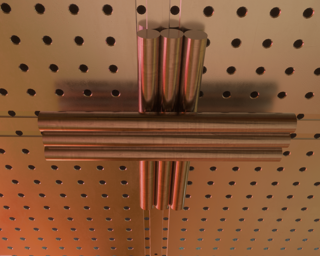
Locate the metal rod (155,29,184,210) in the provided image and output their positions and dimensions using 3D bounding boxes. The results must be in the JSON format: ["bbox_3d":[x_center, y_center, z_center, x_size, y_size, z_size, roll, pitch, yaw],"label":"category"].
[{"bbox_3d":[0.008,0.014,0.423,0.025,0.025,0.298,1,130,-1],"label":"metal rod"}]

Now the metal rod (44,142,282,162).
[{"bbox_3d":[0.005,0.031,0.405,0.302,0.025,0.025,0,130,-1],"label":"metal rod"}]

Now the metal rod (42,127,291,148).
[{"bbox_3d":[0.009,0.012,0.389,0.302,0.025,0.025,0,130,-1],"label":"metal rod"}]

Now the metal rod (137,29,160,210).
[{"bbox_3d":[-0.017,0.014,0.423,0.025,0.025,0.298,1,130,-1],"label":"metal rod"}]

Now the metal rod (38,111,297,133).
[{"bbox_3d":[0.009,-0.007,0.372,0.302,0.025,0.025,0,130,-1],"label":"metal rod"}]

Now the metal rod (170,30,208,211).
[{"bbox_3d":[0.033,0.015,0.424,0.025,0.025,0.298,1,130,-1],"label":"metal rod"}]
